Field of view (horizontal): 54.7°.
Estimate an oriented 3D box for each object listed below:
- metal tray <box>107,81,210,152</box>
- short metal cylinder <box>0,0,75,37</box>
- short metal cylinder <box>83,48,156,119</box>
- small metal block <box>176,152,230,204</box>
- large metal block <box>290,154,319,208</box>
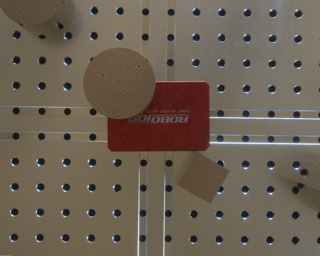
[{"bbox_3d":[-0.002,-0.015,0.411,0.131,0.030,0.089,0,90,0],"label":"metal tray"},{"bbox_3d":[-0.157,-0.164,0.399,0.081,0.050,0.079,0,90,0],"label":"short metal cylinder"},{"bbox_3d":[-0.045,-0.050,0.370,0.081,0.050,0.079,0,90,0],"label":"short metal cylinder"},{"bbox_3d":[0.056,0.065,0.414,0.050,0.025,0.050,30,90,0],"label":"small metal block"},{"bbox_3d":[0.226,0.081,0.388,0.050,0.080,0.080,-45,90,0],"label":"large metal block"}]
